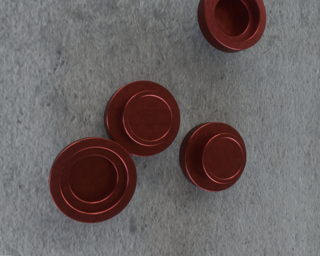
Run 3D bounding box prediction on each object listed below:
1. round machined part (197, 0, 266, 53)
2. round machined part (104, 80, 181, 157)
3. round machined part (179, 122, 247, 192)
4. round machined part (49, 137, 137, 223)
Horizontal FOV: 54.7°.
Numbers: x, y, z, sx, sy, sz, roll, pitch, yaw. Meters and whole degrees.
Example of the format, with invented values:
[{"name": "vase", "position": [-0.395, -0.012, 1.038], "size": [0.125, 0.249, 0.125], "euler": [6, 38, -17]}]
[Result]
[{"name": "round machined part", "position": [0.096, -0.154, 0.437], "size": [0.099, 0.042, 0.097], "euler": [0, 90, -21]}, {"name": "round machined part", "position": [-0.018, -0.012, 0.394], "size": [0.099, 0.042, 0.097], "euler": [0, 90, -21]}, {"name": "round machined part", "position": [0.080, 0.040, 0.431], "size": [0.099, 0.042, 0.097], "euler": [0, 90, -21]}, {"name": "round machined part", "position": [-0.081, 0.059, 0.371], "size": [0.099, 0.042, 0.097], "euler": [0, 90, -21]}]
